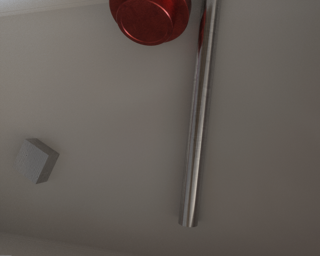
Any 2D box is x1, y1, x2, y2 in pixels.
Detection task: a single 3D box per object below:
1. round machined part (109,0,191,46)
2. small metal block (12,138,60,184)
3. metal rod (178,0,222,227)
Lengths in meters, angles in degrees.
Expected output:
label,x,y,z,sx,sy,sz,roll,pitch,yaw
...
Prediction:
label,x,y,z,sx,sy,sz,roll,pitch,yaw
round machined part,-0.014,-0.138,0.373,0.098,0.098,0.042,2,58,19
small metal block,-0.190,0.050,0.476,0.050,0.025,0.050,30,100,17
metal rod,0.051,-0.026,0.392,0.025,0.025,0.298,7,92,19
